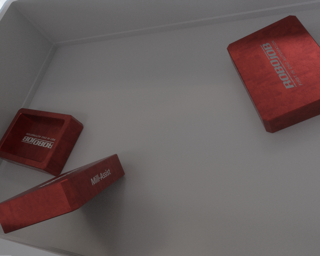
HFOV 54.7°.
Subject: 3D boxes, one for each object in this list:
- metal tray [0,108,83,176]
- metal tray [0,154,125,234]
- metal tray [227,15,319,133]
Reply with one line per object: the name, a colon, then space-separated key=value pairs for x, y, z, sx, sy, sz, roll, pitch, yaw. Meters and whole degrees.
metal tray: x=-0.195 y=0.019 z=0.493 sx=0.130 sy=0.030 sz=0.090 roll=8 pitch=66 yaw=31
metal tray: x=-0.106 y=0.069 z=0.357 sx=0.090 sy=0.130 sz=0.030 roll=-21 pitch=91 yaw=15
metal tray: x=0.144 y=-0.067 z=0.368 sx=0.090 sy=0.030 sz=0.130 roll=-24 pitch=53 yaw=13
